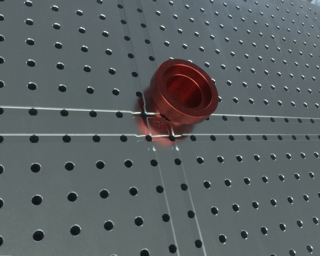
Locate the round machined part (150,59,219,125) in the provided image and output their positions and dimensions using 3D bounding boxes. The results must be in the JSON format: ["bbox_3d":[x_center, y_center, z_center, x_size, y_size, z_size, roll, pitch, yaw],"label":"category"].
[{"bbox_3d":[0.031,-0.047,0.442,0.099,0.042,0.098,13,56,-21],"label":"round machined part"}]
